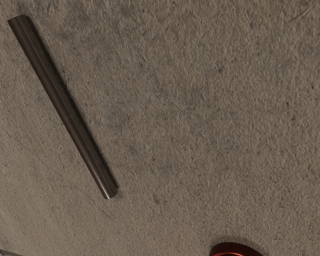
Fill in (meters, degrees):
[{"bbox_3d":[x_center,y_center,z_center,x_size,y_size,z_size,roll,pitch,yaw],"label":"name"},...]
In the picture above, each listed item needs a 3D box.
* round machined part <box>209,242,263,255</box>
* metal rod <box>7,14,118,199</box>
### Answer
[{"bbox_3d":[0.118,0.226,0.473,0.098,0.042,0.097,13,124,20],"label":"round machined part"},{"bbox_3d":[-0.137,-0.018,0.465,0.025,0.025,0.299,-10,114,32],"label":"metal rod"}]
